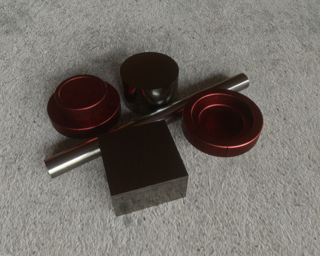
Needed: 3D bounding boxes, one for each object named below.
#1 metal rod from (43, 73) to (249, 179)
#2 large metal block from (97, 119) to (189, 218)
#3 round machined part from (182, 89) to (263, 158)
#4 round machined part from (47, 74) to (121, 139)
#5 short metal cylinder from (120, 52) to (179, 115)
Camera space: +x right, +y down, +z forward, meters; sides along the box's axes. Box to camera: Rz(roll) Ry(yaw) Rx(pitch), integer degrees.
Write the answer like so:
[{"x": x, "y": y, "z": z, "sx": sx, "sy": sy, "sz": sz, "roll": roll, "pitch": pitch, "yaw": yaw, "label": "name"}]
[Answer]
[{"x": -0.003, "y": -0.011, "z": 0.415, "sx": 0.302, "sy": 0.025, "sz": 0.025, "roll": -25, "pitch": 55, "yaw": -20, "label": "metal rod"}, {"x": -0.021, "y": 0.044, "z": 0.352, "sx": 0.081, "sy": 0.050, "sz": 0.080, "roll": -13, "pitch": 51, "yaw": -11, "label": "large metal block"}, {"x": 0.077, "y": -0.002, "z": 0.395, "sx": 0.099, "sy": 0.042, "sz": 0.098, "roll": 0, "pitch": 50, "yaw": 0, "label": "round machined part"}, {"x": -0.104, "y": -0.036, "z": 0.422, "sx": 0.099, "sy": 0.042, "sz": 0.098, "roll": 0, "pitch": 50, "yaw": 0, "label": "round machined part"}, {"x": -0.014, "y": -0.064, "z": 0.441, "sx": 0.081, "sy": 0.050, "sz": 0.080, "roll": 0, "pitch": 50, "yaw": 0, "label": "short metal cylinder"}]
